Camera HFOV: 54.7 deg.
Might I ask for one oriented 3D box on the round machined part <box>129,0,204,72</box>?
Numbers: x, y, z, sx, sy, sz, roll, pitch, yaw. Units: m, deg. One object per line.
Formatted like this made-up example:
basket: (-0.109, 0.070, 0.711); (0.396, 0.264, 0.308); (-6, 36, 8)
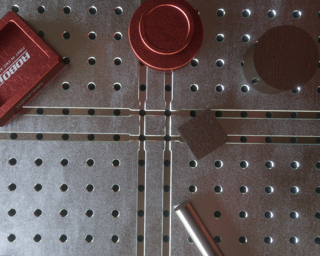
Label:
round machined part: (0.008, -0.125, 0.405); (0.099, 0.042, 0.097); (0, 90, -1)

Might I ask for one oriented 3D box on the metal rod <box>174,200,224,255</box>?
metal rod: (0.109, 0.231, 0.415); (0.025, 0.025, 0.299); (-32, 90, 0)

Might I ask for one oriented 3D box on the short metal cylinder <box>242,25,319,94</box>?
short metal cylinder: (0.154, -0.086, 0.403); (0.081, 0.050, 0.079); (0, 90, -1)

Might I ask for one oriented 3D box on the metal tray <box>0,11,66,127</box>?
metal tray: (-0.204, -0.075, 0.408); (0.130, 0.030, 0.090); (-44, 91, 0)

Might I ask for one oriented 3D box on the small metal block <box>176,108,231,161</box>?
small metal block: (0.057, 0.008, 0.414); (0.050, 0.025, 0.050); (-33, 90, 0)
